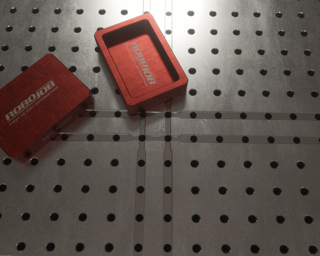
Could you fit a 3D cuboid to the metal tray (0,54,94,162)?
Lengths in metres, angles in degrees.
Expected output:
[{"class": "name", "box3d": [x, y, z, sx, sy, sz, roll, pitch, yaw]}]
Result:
[{"class": "metal tray", "box3d": [-0.167, -0.029, 0.418, 0.090, 0.030, 0.130, 43, 75, 14]}]

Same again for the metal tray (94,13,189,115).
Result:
[{"class": "metal tray", "box3d": [-0.028, -0.094, 0.442, 0.091, 0.030, 0.130, -23, 72, -9]}]
